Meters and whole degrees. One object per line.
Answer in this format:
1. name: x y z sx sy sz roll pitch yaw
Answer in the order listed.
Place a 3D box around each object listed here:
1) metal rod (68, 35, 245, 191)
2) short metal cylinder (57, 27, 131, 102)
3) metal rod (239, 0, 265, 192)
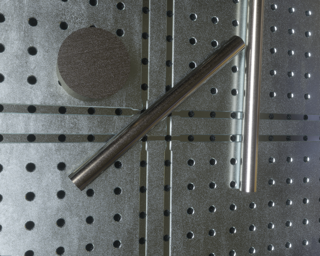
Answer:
1. metal rod: 0.006 -0.029 0.414 0.301 0.025 0.025 -41 103 -15
2. short metal cylinder: -0.081 -0.073 0.369 0.081 0.050 0.080 0 90 -20
3. metal rod: 0.137 -0.056 0.462 0.025 0.025 0.298 3 89 -20
